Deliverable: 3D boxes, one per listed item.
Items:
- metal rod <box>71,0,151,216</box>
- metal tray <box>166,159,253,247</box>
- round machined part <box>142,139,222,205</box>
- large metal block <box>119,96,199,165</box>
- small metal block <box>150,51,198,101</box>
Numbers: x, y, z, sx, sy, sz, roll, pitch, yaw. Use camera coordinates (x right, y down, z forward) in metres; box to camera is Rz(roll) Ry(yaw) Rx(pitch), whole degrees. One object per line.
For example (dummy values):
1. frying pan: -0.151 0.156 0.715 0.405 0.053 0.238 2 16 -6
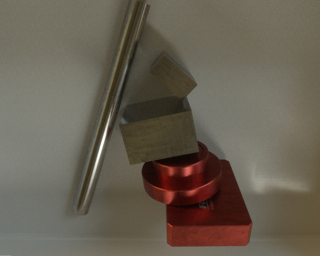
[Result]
1. metal rod: -0.070 -0.013 0.405 0.025 0.025 0.298 17 109 -7
2. metal tray: 0.052 0.087 0.387 0.091 0.130 0.030 0 117 0
3. round machined part: 0.026 0.047 0.381 0.099 0.098 0.042 -6 116 2
4. large metal block: 0.000 -0.002 0.381 0.080 0.080 0.050 -11 110 4
5. small metal block: 0.016 -0.065 0.374 0.050 0.050 0.025 39 105 -14
